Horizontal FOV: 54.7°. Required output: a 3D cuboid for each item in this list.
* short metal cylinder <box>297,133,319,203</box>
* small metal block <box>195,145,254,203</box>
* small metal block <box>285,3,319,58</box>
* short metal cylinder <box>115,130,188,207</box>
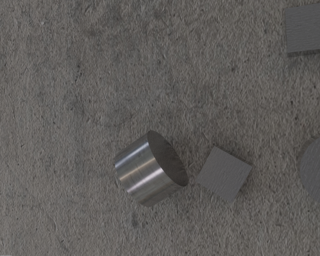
[{"bbox_3d":[0.190,0.043,0.329,0.080,0.050,0.080,0,90,20],"label":"short metal cylinder"},{"bbox_3d":[0.079,0.055,0.381,0.050,0.025,0.050,30,100,17],"label":"small metal block"},{"bbox_3d":[0.169,-0.110,0.349,0.050,0.025,0.050,-3,89,20],"label":"small metal block"},{"bbox_3d":[-0.010,0.050,0.383,0.050,0.080,0.080,-35,79,17],"label":"short metal cylinder"}]
